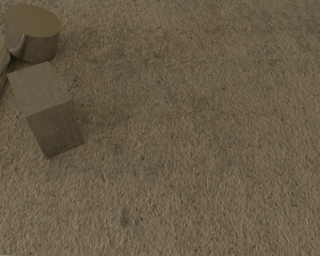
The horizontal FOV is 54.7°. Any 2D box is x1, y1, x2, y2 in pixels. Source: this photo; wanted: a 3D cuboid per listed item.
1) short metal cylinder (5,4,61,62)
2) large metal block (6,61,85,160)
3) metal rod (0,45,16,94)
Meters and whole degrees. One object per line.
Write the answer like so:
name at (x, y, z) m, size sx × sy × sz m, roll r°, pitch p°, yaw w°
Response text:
short metal cylinder at (-0.203, -0.152, 0.495) m, size 0.081 × 0.050 × 0.080 m, roll 15°, pitch 48°, yaw -17°
large metal block at (-0.140, -0.022, 0.384) m, size 0.050 × 0.080 × 0.080 m, roll -25°, pitch 55°, yaw -19°
metal rod at (-0.243, -0.042, 0.435) m, size 0.025 × 0.025 × 0.300 m, roll 0°, pitch 50°, yaw -1°
